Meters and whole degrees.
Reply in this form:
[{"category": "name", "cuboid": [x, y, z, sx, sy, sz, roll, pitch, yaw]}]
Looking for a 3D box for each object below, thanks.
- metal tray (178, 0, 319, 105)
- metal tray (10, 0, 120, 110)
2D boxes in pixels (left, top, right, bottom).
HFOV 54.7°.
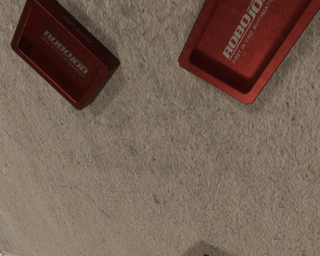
[{"category": "metal tray", "cuboid": [0.084, -0.097, 0.298, 0.090, 0.030, 0.129, 32, 128, 7]}, {"category": "metal tray", "cuboid": [-0.127, -0.097, 0.408, 0.130, 0.030, 0.090, 43, 129, -3]}]
